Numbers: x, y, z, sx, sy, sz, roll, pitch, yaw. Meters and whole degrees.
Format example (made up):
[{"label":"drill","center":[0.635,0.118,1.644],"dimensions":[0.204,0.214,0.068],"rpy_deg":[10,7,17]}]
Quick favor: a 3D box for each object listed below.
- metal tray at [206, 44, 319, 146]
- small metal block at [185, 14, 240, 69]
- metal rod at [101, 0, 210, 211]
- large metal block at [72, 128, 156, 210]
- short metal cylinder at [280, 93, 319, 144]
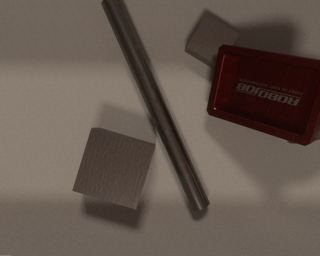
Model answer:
[{"label":"metal tray","center":[0.125,-0.043,0.363],"dimensions":[0.130,0.030,0.089],"rpy_deg":[21,111,35]},{"label":"small metal block","center":[0.069,-0.113,0.412],"dimensions":[0.050,0.025,0.050],"rpy_deg":[31,90,-1]},{"label":"metal rod","center":[-0.006,-0.032,0.411],"dimensions":[0.025,0.025,0.299],"rpy_deg":[-24,90,0]},{"label":"large metal block","center":[-0.056,0.049,0.398],"dimensions":[0.080,0.050,0.080],"rpy_deg":[17,90,-1]},{"label":"short metal cylinder","center":[0.193,-0.017,0.387],"dimensions":[0.080,0.080,0.050],"rpy_deg":[-19,90,0]}]
